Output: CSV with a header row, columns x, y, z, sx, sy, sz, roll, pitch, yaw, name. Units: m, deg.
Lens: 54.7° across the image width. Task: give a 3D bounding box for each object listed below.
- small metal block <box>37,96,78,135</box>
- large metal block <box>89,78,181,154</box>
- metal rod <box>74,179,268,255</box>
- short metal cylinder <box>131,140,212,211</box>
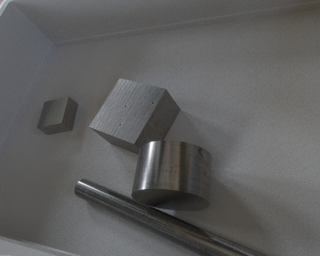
x,y,z,sx,sy,sz,roll,pitch,yaw,name
-0.165,-0.020,0.502,0.050,0.025,0.050,-10,58,22,small metal block
-0.032,-0.013,0.413,0.080,0.050,0.080,18,71,34,large metal block
0.019,0.109,0.327,0.300,0.025,0.025,14,69,33,metal rod
0.014,0.053,0.330,0.080,0.080,0.050,-6,59,25,short metal cylinder
